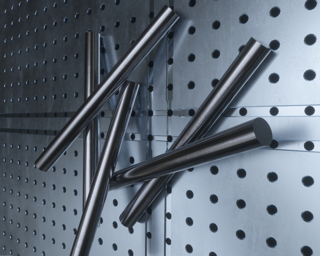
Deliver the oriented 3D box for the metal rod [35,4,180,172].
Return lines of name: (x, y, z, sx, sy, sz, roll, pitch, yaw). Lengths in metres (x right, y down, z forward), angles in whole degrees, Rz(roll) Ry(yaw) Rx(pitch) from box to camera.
metal rod: (-0.083, -0.046, 0.439, 0.299, 0.025, 0.025, -46, 62, 16)

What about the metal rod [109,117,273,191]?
metal rod: (-0.001, 0.046, 0.372, 0.299, 0.025, 0.025, -26, 73, 49)

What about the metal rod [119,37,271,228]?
metal rod: (0.029, 0.023, 0.386, 0.025, 0.025, 0.298, 49, 119, 28)

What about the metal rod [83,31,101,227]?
metal rod: (-0.104, -0.003, 0.475, 0.025, 0.025, 0.299, -10, 77, 39)

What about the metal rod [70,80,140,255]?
metal rod: (-0.082, 0.078, 0.430, 0.025, 0.025, 0.299, 11, 82, 39)
